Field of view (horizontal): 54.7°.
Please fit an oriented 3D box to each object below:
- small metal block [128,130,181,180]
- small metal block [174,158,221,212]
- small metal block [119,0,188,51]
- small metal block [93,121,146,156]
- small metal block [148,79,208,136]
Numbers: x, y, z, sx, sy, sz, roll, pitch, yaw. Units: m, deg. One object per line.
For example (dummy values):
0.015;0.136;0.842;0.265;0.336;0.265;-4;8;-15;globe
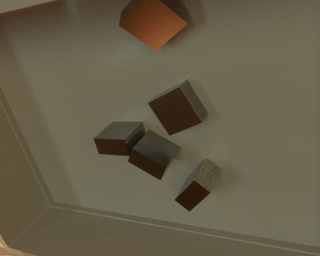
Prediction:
-0.007;0.035;0.418;0.050;0.050;0.025;29;128;9;small metal block
0.051;0.075;0.412;0.025;0.050;0.050;38;129;3;small metal block
-0.007;-0.116;0.326;0.050;0.025;0.050;28;137;-32;small metal block
-0.054;0.014;0.429;0.050;0.050;0.025;1;119;28;small metal block
0.022;-0.024;0.382;0.050;0.025;0.050;-24;106;36;small metal block
